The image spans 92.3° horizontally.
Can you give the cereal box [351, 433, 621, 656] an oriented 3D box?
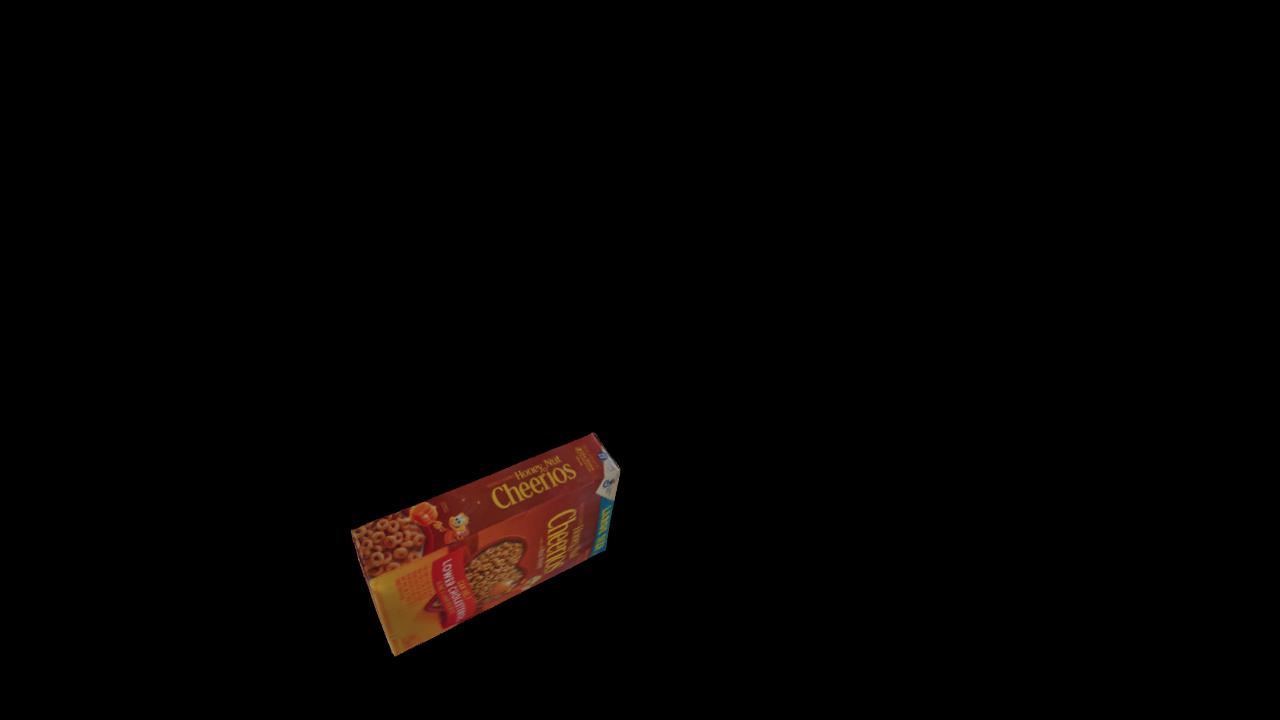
[{"bbox_3d":[-0.177,0.227,0.768,0.306,0.203,0.081,-18,51,-28],"label":"cereal box"}]
